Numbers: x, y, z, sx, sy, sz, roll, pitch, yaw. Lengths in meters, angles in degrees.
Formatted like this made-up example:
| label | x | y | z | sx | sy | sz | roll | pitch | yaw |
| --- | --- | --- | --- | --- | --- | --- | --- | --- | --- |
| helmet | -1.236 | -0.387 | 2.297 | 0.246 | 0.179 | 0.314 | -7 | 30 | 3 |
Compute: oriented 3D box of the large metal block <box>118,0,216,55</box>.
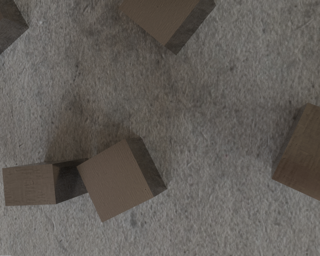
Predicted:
| label | x | y | z | sx | sy | sz | roll | pitch | yaw |
| --- | --- | --- | --- | --- | --- | --- | --- | --- | --- |
| large metal block | 0.010 | -0.153 | 0.391 | 0.080 | 0.050 | 0.080 | 43 | 103 | 14 |

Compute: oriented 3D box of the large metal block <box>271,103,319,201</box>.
| label | x | y | z | sx | sy | sz | roll | pitch | yaw |
| --- | --- | --- | --- | --- | --- | --- | --- | --- | --- |
| large metal block | 0.158 | 0.022 | 0.324 | 0.050 | 0.080 | 0.080 | 25 | 98 | 18 |

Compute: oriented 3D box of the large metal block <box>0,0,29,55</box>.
| label | x | y | z | sx | sy | sz | roll | pitch | yaw |
| --- | --- | --- | --- | --- | --- | --- | --- | --- | --- |
| large metal block | -0.270 | -0.172 | 0.488 | 0.080 | 0.050 | 0.080 | -34 | 79 | 16 |

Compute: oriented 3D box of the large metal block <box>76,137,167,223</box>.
| label | x | y | z | sx | sy | sz | roll | pitch | yaw |
| --- | --- | --- | --- | --- | --- | --- | --- | --- | --- |
| large metal block | -0.050 | 0.067 | 0.412 | 0.080 | 0.050 | 0.080 | -30 | 81 | 17 |

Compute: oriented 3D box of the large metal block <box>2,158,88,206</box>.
| label | x | y | z | sx | sy | sz | roll | pitch | yaw |
| --- | --- | --- | --- | --- | --- | --- | --- | --- | --- |
| large metal block | -0.155 | 0.073 | 0.433 | 0.080 | 0.080 | 0.050 | -7 | 88 | 19 |
